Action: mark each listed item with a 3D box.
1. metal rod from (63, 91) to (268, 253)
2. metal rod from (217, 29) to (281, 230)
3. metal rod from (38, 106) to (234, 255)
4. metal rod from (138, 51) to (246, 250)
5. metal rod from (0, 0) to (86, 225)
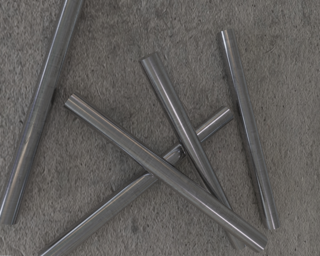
[{"bbox_3d":[0.011,0.058,0.383,0.301,0.025,0.025,38,78,-6],"label":"metal rod"},{"bbox_3d":[0.132,0.005,0.457,0.025,0.025,0.298,-17,96,-19],"label":"metal rod"},{"bbox_3d":[-0.019,0.066,0.401,0.301,0.025,0.025,-37,102,-16],"label":"metal rod"},{"bbox_3d":[0.051,0.043,0.403,0.025,0.025,0.299,-34,110,-17],"label":"metal rod"},{"bbox_3d":[-0.133,-0.040,0.359,0.025,0.025,0.299,17,84,-19],"label":"metal rod"}]
